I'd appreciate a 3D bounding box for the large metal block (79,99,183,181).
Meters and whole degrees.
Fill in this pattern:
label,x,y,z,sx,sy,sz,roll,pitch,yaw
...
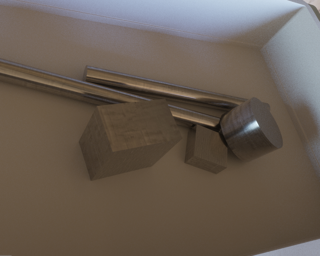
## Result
label,x,y,z,sx,sy,sz,roll,pitch,yaw
large metal block,-0.036,0.013,0.344,0.081,0.080,0.050,-9,67,-33

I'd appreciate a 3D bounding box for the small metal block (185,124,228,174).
label,x,y,z,sx,sy,sz,roll,pitch,yaw
small metal block,0.064,0.029,0.424,0.050,0.025,0.050,21,54,-16

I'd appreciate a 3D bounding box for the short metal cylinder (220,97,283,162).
label,x,y,z,sx,sy,sz,roll,pitch,yaw
short metal cylinder,0.132,0.003,0.445,0.080,0.050,0.080,33,41,-33

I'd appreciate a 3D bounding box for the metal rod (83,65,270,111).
label,x,y,z,sx,sy,sz,roll,pitch,yaw
metal rod,0.040,-0.049,0.459,0.302,0.025,0.025,8,58,-24

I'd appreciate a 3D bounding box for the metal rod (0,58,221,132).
label,x,y,z,sx,sy,sz,roll,pitch,yaw
metal rod,-0.052,-0.036,0.400,0.302,0.025,0.025,13,56,-21
